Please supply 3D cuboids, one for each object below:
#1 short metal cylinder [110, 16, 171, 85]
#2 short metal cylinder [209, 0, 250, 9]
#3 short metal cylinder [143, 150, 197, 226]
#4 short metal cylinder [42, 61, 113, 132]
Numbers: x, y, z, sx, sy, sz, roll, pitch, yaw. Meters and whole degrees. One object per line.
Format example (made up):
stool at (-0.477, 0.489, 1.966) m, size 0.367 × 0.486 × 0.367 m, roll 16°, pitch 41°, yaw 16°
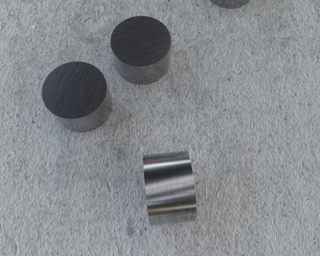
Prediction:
short metal cylinder at (-0.025, -0.108, 0.434) m, size 0.081 × 0.050 × 0.080 m, roll 0°, pitch 70°, yaw 0°
short metal cylinder at (0.112, -0.235, 0.481) m, size 0.081 × 0.050 × 0.080 m, roll 0°, pitch 70°, yaw 0°
short metal cylinder at (0.010, 0.068, 0.354) m, size 0.050 × 0.080 × 0.080 m, roll -6°, pitch 70°, yaw -2°
short metal cylinder at (-0.106, -0.040, 0.409) m, size 0.081 × 0.050 × 0.080 m, roll 0°, pitch 70°, yaw 0°
